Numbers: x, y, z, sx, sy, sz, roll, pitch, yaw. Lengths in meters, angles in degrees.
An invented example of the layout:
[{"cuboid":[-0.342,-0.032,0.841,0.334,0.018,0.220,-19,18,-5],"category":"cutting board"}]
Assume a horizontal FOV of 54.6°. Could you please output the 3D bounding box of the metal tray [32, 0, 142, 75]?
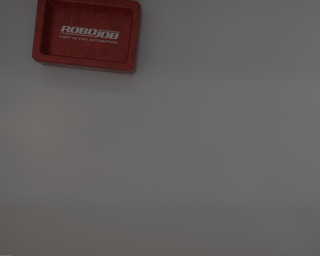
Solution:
[{"cuboid":[-0.094,-0.123,0.408,0.131,0.030,0.090,6,90,0],"category":"metal tray"}]
